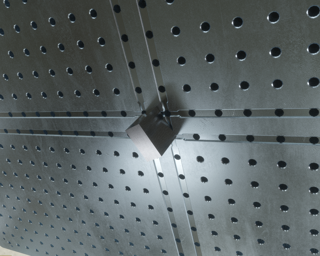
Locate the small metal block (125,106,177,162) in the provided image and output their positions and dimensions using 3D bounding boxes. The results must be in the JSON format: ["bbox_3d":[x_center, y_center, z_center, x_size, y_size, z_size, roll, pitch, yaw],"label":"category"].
[{"bbox_3d":[-0.010,0.007,0.405,0.025,0.050,0.050,-25,105,37],"label":"small metal block"}]
